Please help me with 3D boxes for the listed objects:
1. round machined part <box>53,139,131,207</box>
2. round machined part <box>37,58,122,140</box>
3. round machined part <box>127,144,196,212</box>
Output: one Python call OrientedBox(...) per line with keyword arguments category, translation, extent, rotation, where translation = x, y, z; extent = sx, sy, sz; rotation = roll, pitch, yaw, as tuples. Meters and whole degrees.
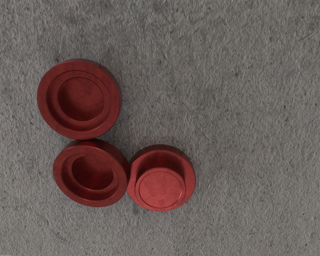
OrientedBox(category="round machined part", translation=(-0.087, 0.055, 0.414), extent=(0.099, 0.042, 0.097), rotation=(3, 118, 7))
OrientedBox(category="round machined part", translation=(-0.096, -0.038, 0.386), extent=(0.099, 0.042, 0.097), rotation=(0, 110, 0))
OrientedBox(category="round machined part", translation=(0.000, 0.075, 0.428), extent=(0.099, 0.042, 0.097), rotation=(0, 110, 0))
